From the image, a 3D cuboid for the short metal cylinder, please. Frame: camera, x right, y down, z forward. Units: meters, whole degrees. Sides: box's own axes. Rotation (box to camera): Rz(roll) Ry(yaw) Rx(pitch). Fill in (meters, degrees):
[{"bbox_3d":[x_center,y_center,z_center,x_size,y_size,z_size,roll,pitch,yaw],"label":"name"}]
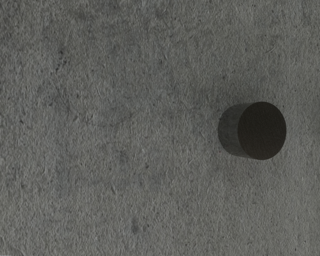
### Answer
[{"bbox_3d":[0.131,0.004,0.444,0.081,0.050,0.080,0,90,-20],"label":"short metal cylinder"}]
